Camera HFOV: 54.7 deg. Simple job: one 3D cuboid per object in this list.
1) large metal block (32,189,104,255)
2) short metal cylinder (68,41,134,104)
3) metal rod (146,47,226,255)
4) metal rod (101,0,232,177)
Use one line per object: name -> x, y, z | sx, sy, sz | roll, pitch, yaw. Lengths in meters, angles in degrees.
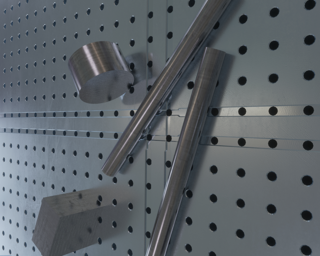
large metal block -> -0.146, 0.151, 0.494 | 0.050, 0.081, 0.079 | 32, 110, 35
short metal cylinder -> -0.084, -0.078, 0.443 | 0.080, 0.081, 0.050 | -38, 67, 33
metal rod -> 0.026, 0.051, 0.387 | 0.025, 0.025, 0.298 | 24, 105, 37
metal rod -> -0.001, -0.046, 0.410 | 0.025, 0.025, 0.298 | 49, 119, 28
